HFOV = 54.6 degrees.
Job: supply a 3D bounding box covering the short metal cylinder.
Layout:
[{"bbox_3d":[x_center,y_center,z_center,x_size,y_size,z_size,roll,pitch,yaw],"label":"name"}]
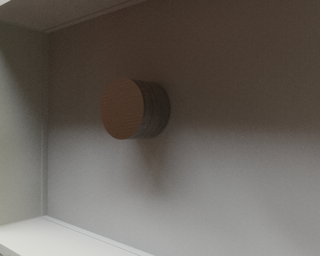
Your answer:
[{"bbox_3d":[-0.034,-0.025,0.417,0.080,0.050,0.080,0,90,40],"label":"short metal cylinder"}]
